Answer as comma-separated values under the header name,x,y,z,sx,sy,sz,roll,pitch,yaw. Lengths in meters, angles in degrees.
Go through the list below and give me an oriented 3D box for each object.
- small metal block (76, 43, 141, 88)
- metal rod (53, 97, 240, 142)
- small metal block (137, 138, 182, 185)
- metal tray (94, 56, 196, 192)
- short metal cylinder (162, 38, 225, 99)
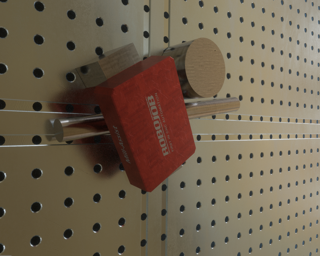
name,x,y,z,sx,sy,sz,roll,pitch,yaw
small metal block,-0.057,-0.069,0.346,0.050,0.050,0.025,-39,114,-33
metal rod,0.009,-0.018,0.419,0.302,0.025,0.025,-10,97,-40
small metal block,-0.003,0.040,0.407,0.050,0.025,0.050,-30,109,-36
metal tray,-0.010,-0.005,0.349,0.091,0.030,0.129,-37,124,-33
short metal cylinder,0.046,-0.081,0.433,0.081,0.050,0.079,0,90,-40
